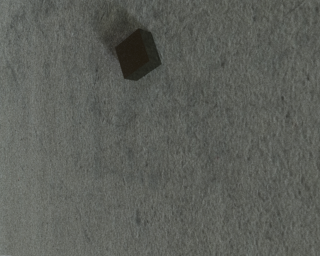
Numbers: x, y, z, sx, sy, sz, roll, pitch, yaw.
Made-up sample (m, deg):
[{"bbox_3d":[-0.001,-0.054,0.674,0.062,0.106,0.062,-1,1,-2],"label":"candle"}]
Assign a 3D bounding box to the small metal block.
[{"bbox_3d":[-0.031,-0.100,0.428,0.050,0.025,0.050,-28,73,36],"label":"small metal block"}]
